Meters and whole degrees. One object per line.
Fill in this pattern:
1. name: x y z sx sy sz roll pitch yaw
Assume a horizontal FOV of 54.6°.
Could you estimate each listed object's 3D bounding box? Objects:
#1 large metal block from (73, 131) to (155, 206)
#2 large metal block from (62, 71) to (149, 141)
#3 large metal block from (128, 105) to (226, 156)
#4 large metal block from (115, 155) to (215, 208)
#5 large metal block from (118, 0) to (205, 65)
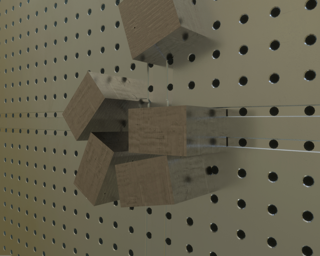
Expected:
1. large metal block: -0.060 0.052 0.424 0.050 0.081 0.080 35 112 34
2. large metal block: -0.077 -0.028 0.438 0.080 0.081 0.050 -50 61 28
3. large metal block: 0.021 0.003 0.357 0.080 0.081 0.050 0 90 40
4. large metal block: 0.007 0.060 0.369 0.080 0.081 0.050 -15 81 39
5. large metal block: 0.000 -0.137 0.394 0.080 0.050 0.080 -24 75 37
